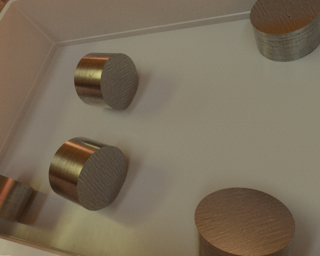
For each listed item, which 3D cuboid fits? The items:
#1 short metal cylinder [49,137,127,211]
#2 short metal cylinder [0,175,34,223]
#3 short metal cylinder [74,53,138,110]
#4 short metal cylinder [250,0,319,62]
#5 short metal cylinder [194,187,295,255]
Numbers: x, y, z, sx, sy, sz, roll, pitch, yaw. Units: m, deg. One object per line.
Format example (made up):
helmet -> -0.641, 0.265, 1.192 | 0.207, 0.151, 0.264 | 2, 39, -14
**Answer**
short metal cylinder -> -0.087, 0.055, 0.383 | 0.050, 0.080, 0.080 | 14, 69, 34
short metal cylinder -> -0.227, 0.095, 0.432 | 0.080, 0.080, 0.050 | 6, 65, 31
short metal cylinder -> -0.077, -0.069, 0.454 | 0.050, 0.080, 0.080 | 10, 67, 32
short metal cylinder -> 0.158, -0.130, 0.386 | 0.080, 0.050, 0.080 | -13, 56, 21
short metal cylinder -> 0.071, 0.096, 0.269 | 0.080, 0.050, 0.080 | -4, 26, 2
